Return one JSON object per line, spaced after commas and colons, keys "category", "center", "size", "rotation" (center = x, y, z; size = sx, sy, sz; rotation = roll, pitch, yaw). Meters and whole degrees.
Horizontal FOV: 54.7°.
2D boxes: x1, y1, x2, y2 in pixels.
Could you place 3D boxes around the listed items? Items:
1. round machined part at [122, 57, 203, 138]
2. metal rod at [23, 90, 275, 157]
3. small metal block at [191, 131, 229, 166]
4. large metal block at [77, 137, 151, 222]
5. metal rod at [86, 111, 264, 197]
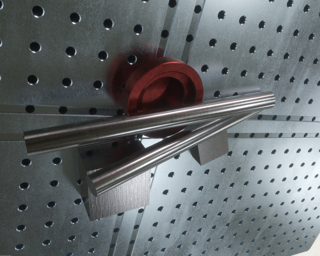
{"category": "round machined part", "center": [0.000, -0.040, 0.377], "size": [0.099, 0.042, 0.097], "rotation": [-14, 124, -21]}
{"category": "metal rod", "center": [0.008, -0.011, 0.355], "size": [0.303, 0.025, 0.025], "rotation": [-11, 123, -23]}
{"category": "small metal block", "center": [0.074, 0.022, 0.468], "size": [0.050, 0.025, 0.050], "rotation": [-24, 128, -14]}
{"category": "large metal block", "center": [-0.059, 0.065, 0.404], "size": [0.081, 0.050, 0.079], "rotation": [-10, 123, -24]}
{"category": "metal rod", "center": [0.047, 0.009, 0.403], "size": [0.302, 0.025, 0.025], "rotation": [-24, 129, -30]}
